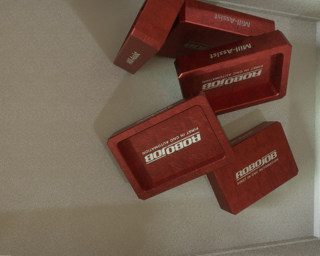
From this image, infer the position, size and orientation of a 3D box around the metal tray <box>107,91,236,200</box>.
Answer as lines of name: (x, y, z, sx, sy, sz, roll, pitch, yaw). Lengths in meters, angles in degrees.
metal tray: (0.014, 0.023, 0.379, 0.130, 0.030, 0.090, -26, 100, 13)

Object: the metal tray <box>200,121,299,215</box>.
metal tray: (0.134, 0.056, 0.457, 0.131, 0.030, 0.090, -26, 99, -18)

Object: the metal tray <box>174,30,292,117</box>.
metal tray: (0.091, -0.061, 0.388, 0.131, 0.030, 0.090, -15, 141, 4)

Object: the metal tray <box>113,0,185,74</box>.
metal tray: (-0.012, -0.117, 0.349, 0.030, 0.130, 0.090, 27, 81, -14)

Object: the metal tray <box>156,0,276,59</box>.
metal tray: (0.068, -0.115, 0.398, 0.131, 0.090, 0.030, 6, 76, -20)
